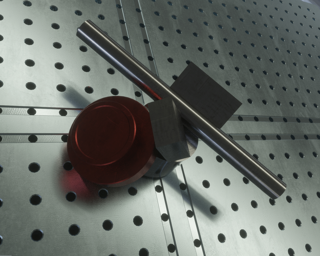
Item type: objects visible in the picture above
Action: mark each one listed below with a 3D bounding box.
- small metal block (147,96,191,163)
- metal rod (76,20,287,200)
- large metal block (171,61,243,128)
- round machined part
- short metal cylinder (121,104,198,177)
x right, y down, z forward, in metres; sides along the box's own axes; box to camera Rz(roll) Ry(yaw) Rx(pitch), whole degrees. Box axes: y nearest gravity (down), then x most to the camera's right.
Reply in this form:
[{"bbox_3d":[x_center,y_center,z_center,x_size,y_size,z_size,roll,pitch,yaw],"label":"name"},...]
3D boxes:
[{"bbox_3d":[0.010,0.003,0.324,0.025,0.050,0.050,-16,64,9],"label":"small metal block"},{"bbox_3d":[0.026,-0.021,0.366,0.300,0.025,0.025,40,51,-1],"label":"metal rod"},{"bbox_3d":[0.055,-0.041,0.415,0.080,0.050,0.080,39,8,-2],"label":"large metal block"},{"bbox_3d":[-0.053,0.010,0.325,0.098,0.042,0.098,-4,71,11],"label":"round machined part"},{"bbox_3d":[-0.001,0.014,0.378,0.081,0.050,0.080,14,56,-21],"label":"short metal cylinder"}]
